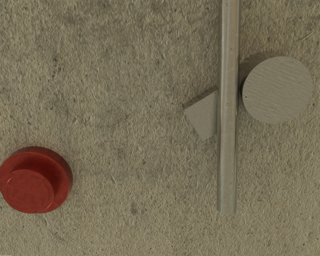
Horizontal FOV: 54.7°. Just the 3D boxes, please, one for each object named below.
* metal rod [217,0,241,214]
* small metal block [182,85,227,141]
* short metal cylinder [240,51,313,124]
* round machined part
[{"bbox_3d":[0.082,-0.041,0.371,0.025,0.025,0.298,-2,101,0],"label":"metal rod"},{"bbox_3d":[0.064,-0.019,0.404,0.050,0.025,0.050,-31,108,10],"label":"small metal block"},{"bbox_3d":[0.135,-0.051,0.380,0.081,0.050,0.079,0,110,-1],"label":"short metal cylinder"},{"bbox_3d":[-0.175,0.078,0.427,0.099,0.042,0.097,0,110,-1],"label":"round machined part"}]
